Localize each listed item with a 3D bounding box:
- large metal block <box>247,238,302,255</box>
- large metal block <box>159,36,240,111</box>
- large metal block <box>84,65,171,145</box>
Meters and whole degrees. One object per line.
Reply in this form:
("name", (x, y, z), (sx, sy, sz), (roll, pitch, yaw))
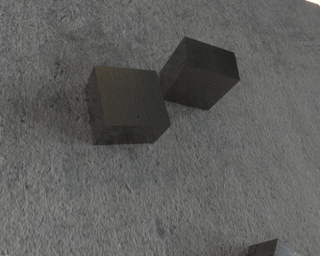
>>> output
("large metal block", (0.138, 0.186, 0.348), (0.080, 0.050, 0.080), (37, 51, -4))
("large metal block", (0.053, -0.074, 0.442), (0.081, 0.080, 0.050), (11, 57, -22))
("large metal block", (-0.042, -0.027, 0.381), (0.081, 0.050, 0.080), (-1, 62, -29))
